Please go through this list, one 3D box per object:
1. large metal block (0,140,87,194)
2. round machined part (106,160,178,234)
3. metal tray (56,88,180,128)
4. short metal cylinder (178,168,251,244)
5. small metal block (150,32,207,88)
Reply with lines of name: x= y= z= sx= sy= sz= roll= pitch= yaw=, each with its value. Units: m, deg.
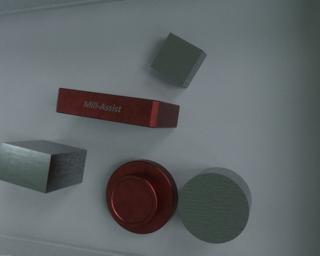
large metal block: x=-0.163 y=0.051 z=0.437 sx=0.080 sy=0.080 sz=0.050 roll=11 pitch=94 yaw=19
round machined part: x=-0.029 y=0.093 z=0.411 sx=0.098 sy=0.042 sz=0.097 roll=0 pitch=90 yaw=19
metal tray: x=-0.050 y=-0.025 z=0.392 sx=0.130 sy=0.090 sz=0.030 roll=9 pitch=93 yaw=19
short metal cylinder: x=0.067 y=0.090 z=0.373 sx=0.080 sy=0.050 sz=0.079 roll=0 pitch=90 yaw=19
small metal block: x=0.024 y=-0.087 z=0.401 sx=0.050 sy=0.025 sz=0.050 roll=34 pitch=101 yaw=16
